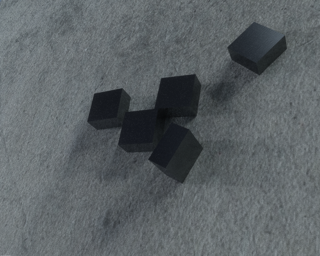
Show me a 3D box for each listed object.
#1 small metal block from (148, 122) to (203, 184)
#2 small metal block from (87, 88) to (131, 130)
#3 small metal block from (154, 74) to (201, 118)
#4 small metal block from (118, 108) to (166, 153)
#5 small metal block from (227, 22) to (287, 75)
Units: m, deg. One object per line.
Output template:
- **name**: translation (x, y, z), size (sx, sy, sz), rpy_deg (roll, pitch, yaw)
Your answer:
- **small metal block**: translation (0.020, 0.030, 0.358), size (0.025, 0.050, 0.050), rpy_deg (23, 74, 36)
- **small metal block**: translation (-0.075, -0.028, 0.458), size (0.050, 0.025, 0.050), rpy_deg (-7, 58, 24)
- **small metal block**: translation (0.025, -0.042, 0.416), size (0.050, 0.025, 0.050), rpy_deg (-2, 60, 26)
- **small metal block**: translation (-0.023, 0.004, 0.412), size (0.050, 0.025, 0.050), rpy_deg (-5, 60, 25)
- **small metal block**: translation (0.125, -0.104, 0.401), size (0.050, 0.025, 0.050), rpy_deg (-44, 51, -3)
